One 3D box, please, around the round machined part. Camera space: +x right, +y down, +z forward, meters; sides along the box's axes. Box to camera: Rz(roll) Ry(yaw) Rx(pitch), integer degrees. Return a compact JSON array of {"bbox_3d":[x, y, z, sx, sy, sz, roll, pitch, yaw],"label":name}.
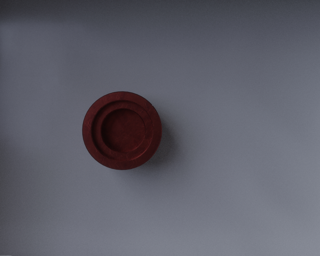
[{"bbox_3d":[-0.047,0.003,0.402,0.099,0.042,0.097,0,90,-1],"label":"round machined part"}]
